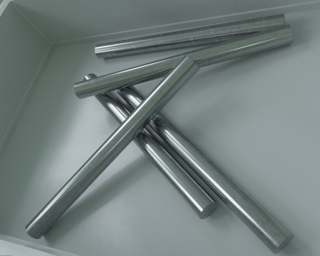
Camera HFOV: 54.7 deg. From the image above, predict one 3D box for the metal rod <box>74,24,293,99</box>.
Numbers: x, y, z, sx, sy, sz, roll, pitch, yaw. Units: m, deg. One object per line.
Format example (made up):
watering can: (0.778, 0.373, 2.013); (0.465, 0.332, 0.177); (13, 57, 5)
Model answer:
metal rod: (0.022, -0.087, 0.425); (0.301, 0.025, 0.025); (-13, 56, 13)

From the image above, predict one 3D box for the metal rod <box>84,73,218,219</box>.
metal rod: (-0.032, 0.004, 0.418); (0.025, 0.025, 0.300); (-43, 51, -2)

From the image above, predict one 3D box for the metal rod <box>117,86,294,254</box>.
metal rod: (0.029, 0.023, 0.374); (0.025, 0.025, 0.300); (-43, 51, -2)

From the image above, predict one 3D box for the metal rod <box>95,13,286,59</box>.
metal rod: (0.029, -0.135, 0.471); (0.300, 0.025, 0.025); (-1, 62, 27)

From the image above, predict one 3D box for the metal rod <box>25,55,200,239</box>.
metal rod: (-0.063, 0.028, 0.393); (0.300, 0.025, 0.025); (-46, 51, 5)
